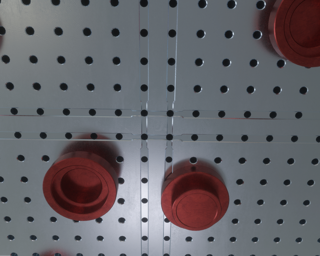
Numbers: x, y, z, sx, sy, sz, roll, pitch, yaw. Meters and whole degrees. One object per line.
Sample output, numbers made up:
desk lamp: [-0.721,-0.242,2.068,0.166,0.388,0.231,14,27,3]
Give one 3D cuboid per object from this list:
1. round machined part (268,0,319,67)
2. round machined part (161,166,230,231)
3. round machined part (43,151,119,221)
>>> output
round machined part: [0.175,-0.123,0.360,0.099,0.042,0.097,0,110,0]
round machined part: [0.051,0.107,0.444,0.099,0.042,0.097,0,110,0]
round machined part: [-0.107,0.076,0.432,0.099,0.042,0.097,0,110,0]
